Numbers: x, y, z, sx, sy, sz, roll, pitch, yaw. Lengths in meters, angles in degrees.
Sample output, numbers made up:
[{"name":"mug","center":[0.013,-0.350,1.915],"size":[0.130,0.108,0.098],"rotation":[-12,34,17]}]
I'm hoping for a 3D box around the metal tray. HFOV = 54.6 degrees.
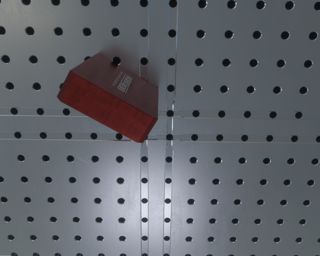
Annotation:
[{"name":"metal tray","center":[-0.048,-0.039,0.343],"size":[0.090,0.130,0.030],"rotation":[29,108,-10]}]
